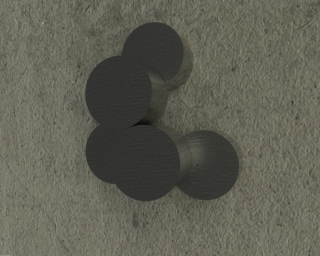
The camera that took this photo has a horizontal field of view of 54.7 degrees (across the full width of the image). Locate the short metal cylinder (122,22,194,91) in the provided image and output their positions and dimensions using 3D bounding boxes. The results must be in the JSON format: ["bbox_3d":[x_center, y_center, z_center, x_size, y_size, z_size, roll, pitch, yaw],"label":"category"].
[{"bbox_3d":[-0.002,-0.088,0.398,0.080,0.050,0.080,0,90,20],"label":"short metal cylinder"}]

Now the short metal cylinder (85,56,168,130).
[{"bbox_3d":[-0.037,-0.038,0.356,0.080,0.050,0.080,0,90,20],"label":"short metal cylinder"}]

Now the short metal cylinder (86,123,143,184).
[{"bbox_3d":[-0.051,0.031,0.415,0.080,0.050,0.080,0,90,20],"label":"short metal cylinder"}]

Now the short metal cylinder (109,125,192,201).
[{"bbox_3d":[-0.009,0.036,0.346,0.080,0.050,0.080,0,90,19],"label":"short metal cylinder"}]

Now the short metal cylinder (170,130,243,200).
[{"bbox_3d":[0.058,0.042,0.376,0.080,0.050,0.080,0,90,20],"label":"short metal cylinder"}]
